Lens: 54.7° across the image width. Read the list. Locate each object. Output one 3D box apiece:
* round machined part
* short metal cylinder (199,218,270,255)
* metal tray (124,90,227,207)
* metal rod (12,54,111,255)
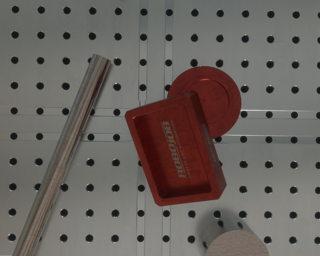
[{"bbox_3d":[0.058,-0.033,0.406,0.099,0.042,0.097,0,90,-1],"label":"round machined part"},{"bbox_3d":[0.094,0.164,0.402,0.081,0.050,0.079,0,90,-1],"label":"short metal cylinder"},{"bbox_3d":[0.019,0.028,0.384,0.090,0.030,0.129,-15,98,27],"label":"metal tray"},{"bbox_3d":[-0.132,0.045,0.411,0.025,0.025,0.299,22,90,-1],"label":"metal rod"}]
